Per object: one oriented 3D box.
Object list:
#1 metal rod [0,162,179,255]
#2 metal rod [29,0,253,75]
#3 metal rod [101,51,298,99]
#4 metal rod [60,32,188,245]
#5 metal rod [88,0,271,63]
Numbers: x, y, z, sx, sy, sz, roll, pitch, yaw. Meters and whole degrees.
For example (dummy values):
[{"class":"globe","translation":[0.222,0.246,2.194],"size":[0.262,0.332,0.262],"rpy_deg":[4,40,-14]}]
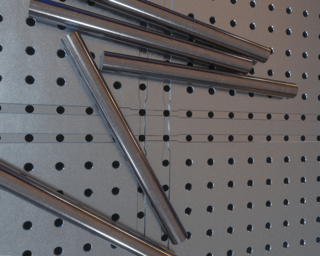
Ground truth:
[{"class":"metal rod","translation":[-0.096,0.108,0.377],"size":[0.301,0.025,0.025],"rpy_deg":[34,79,-17]},{"class":"metal rod","translation":[-0.010,-0.116,0.409],"size":[0.302,0.025,0.025],"rpy_deg":[10,87,-20]},{"class":"metal rod","translation":[0.069,-0.071,0.439],"size":[0.302,0.025,0.025],"rpy_deg":[5,89,-20]},{"class":"metal rod","translation":[-0.041,0.021,0.398],"size":[0.025,0.025,0.299],"rpy_deg":[-31,100,-18]},{"class":"metal rod","translation":[0.023,-0.144,0.421],"size":[0.302,0.025,0.025],"rpy_deg":[14,86,-20]}]
